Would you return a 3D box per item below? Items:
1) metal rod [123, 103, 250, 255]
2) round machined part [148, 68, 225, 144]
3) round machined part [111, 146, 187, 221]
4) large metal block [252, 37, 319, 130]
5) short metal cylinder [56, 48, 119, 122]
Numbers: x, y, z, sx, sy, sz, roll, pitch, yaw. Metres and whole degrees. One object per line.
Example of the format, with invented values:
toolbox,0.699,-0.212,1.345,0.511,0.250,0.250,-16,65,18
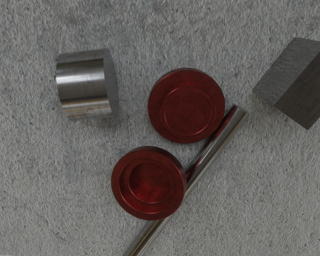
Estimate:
metal rod,0.027,0.094,0.444,0.025,0.025,0.299,30,107,-11
round machined part,0.034,-0.024,0.392,0.099,0.042,0.097,0,110,0
round machined part,-0.012,0.071,0.418,0.098,0.042,0.097,3,103,13
large metal block,0.165,-0.055,0.362,0.050,0.080,0.080,33,107,-12
short metal cylinder,-0.081,-0.050,0.361,0.050,0.080,0.079,-6,110,2
